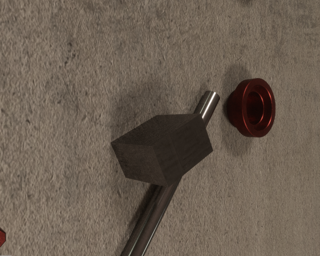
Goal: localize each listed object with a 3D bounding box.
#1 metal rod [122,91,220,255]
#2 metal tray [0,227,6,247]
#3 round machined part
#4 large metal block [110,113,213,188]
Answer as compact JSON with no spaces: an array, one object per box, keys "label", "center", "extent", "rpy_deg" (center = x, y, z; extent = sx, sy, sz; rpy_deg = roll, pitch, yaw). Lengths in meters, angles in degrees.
[{"label":"metal rod","center":[0.013,0.073,0.417],"extent":[0.025,0.025,0.300],"rpy_deg":[43,64,-32]},{"label":"metal tray","center":[-0.201,0.111,0.233],"extent":[0.090,0.030,0.130],"rpy_deg":[52,60,-28]},{"label":"round machined part","center":[0.150,-0.033,0.523],"extent":[0.099,0.042,0.097],"rpy_deg":[0,90,-40]},{"label":"large metal block","center":[0.002,0.023,0.373],"extent":[0.081,0.080,0.050],"rpy_deg":[-33,111,-35]}]
